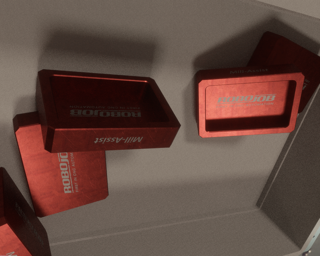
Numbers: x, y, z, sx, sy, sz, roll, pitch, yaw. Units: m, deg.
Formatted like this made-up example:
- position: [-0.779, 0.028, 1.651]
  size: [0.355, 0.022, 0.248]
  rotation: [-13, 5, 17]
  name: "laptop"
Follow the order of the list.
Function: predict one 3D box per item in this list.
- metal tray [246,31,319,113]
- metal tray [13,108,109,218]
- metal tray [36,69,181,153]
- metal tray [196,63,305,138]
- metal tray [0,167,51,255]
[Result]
- position: [0.186, -0.078, 0.461]
  size: [0.131, 0.030, 0.089]
  rotation: [11, 113, -34]
  name: "metal tray"
- position: [-0.113, 0.039, 0.369]
  size: [0.091, 0.030, 0.129]
  rotation: [-12, 124, -22]
  name: "metal tray"
- position: [-0.054, -0.019, 0.322]
  size: [0.131, 0.090, 0.030]
  rotation: [-1, 133, -29]
  name: "metal tray"
- position: [0.115, -0.035, 0.414]
  size: [0.131, 0.030, 0.089]
  rotation: [-4, 124, 3]
  name: "metal tray"
- position: [-0.162, 0.119, 0.352]
  size: [0.030, 0.090, 0.129]
  rotation: [-24, 127, -15]
  name: "metal tray"
